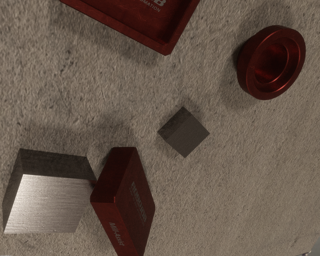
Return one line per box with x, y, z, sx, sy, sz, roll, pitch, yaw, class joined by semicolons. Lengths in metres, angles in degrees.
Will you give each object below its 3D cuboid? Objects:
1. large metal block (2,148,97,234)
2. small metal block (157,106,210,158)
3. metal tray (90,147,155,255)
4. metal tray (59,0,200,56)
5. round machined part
-0.132;0.076;0.366;0.081;0.050;0.079;12;112;-34;large metal block
0.034;0.007;0.431;0.050;0.025;0.050;-45;130;3;small metal block
-0.042;0.100;0.404;0.030;0.090;0.129;-2;128;16;metal tray
-0.025;-0.139;0.304;0.131;0.030;0.090;19;108;-36;metal tray
0.144;-0.091;0.421;0.099;0.042;0.097;-14;125;-21;round machined part
